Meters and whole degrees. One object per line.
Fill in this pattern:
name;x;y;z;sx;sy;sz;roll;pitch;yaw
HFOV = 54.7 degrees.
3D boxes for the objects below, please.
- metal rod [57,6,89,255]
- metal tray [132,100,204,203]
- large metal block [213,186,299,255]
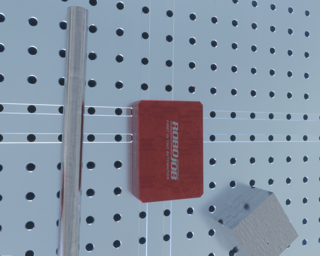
metal rod;-0.105;0.006;0.373;0.025;0.025;0.298;2;89;-20
metal tray;0.011;0.029;0.414;0.091;0.030;0.129;-1;90;-20
large metal block;0.139;0.145;0.451;0.080;0.050;0.080;-36;102;-17
